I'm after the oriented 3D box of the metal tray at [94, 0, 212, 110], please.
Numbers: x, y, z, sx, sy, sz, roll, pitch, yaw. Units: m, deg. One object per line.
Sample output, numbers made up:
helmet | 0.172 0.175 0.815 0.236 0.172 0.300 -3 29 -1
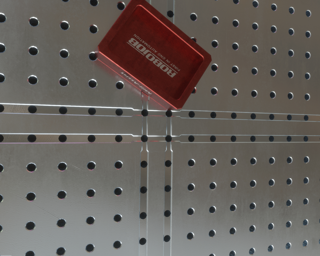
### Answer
metal tray | -0.006 -0.094 0.407 0.130 0.030 0.090 35 79 -17
